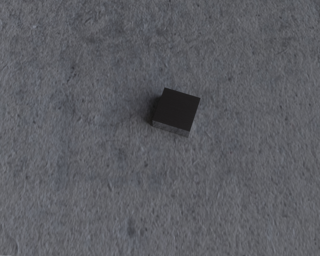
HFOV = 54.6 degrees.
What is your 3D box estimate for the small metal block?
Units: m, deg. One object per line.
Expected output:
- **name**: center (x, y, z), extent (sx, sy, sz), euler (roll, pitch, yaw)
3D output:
- **small metal block**: center (0.022, -0.021, 0.416), extent (0.050, 0.025, 0.050), euler (17, 71, 6)
